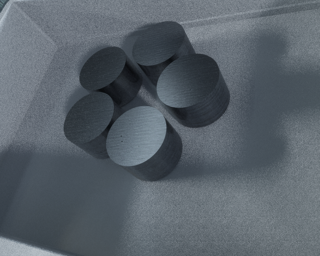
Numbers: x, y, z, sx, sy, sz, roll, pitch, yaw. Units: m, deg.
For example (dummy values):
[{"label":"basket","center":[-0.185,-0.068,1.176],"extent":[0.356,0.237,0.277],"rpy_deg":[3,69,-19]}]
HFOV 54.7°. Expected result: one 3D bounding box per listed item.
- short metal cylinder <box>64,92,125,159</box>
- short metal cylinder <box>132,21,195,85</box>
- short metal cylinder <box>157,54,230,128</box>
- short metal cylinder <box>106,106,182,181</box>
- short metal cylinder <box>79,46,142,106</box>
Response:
[{"label":"short metal cylinder","center":[-0.086,-0.003,0.434],"extent":[0.080,0.050,0.080],"rpy_deg":[-13,56,21]},{"label":"short metal cylinder","center":[0.007,-0.107,0.449],"extent":[0.080,0.050,0.080],"rpy_deg":[-13,56,21]},{"label":"short metal cylinder","center":[0.043,-0.047,0.393],"extent":[0.080,0.050,0.080],"rpy_deg":[-13,56,21]},{"label":"short metal cylinder","center":[-0.019,0.020,0.385],"extent":[0.080,0.050,0.080],"rpy_deg":[-13,56,21]},{"label":"short metal cylinder","center":[-0.074,-0.077,0.474],"extent":[0.080,0.050,0.080],"rpy_deg":[-13,56,21]}]
